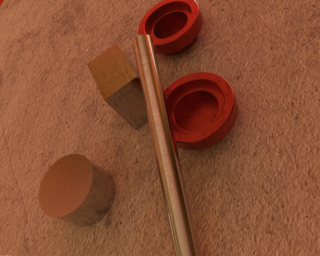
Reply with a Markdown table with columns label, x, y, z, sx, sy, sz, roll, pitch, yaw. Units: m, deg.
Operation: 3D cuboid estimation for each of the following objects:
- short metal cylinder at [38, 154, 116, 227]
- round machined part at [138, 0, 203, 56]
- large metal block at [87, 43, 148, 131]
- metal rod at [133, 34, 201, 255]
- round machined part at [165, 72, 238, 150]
| label | x | y | z | sx | sy | sz | roll | pitch | yaw |
| --- | --- | --- | --- | --- | --- | --- | --- | --- | --- |
| short metal cylinder | -0.104 | 0.079 | 0.394 | 0.080 | 0.050 | 0.080 | -13 | 56 | 21 |
| round machined part | 0.020 | -0.151 | 0.475 | 0.098 | 0.042 | 0.098 | -13 | 56 | 21 |
| large metal block | -0.046 | -0.056 | 0.427 | 0.050 | 0.080 | 0.080 | -35 | 51 | 5 |
| metal rod | 0.007 | 0.028 | 0.336 | 0.025 | 0.025 | 0.299 | -18 | 69 | 17 |
| round machined part | 0.047 | -0.017 | 0.379 | 0.098 | 0.042 | 0.098 | -13 | 56 | 21 |
